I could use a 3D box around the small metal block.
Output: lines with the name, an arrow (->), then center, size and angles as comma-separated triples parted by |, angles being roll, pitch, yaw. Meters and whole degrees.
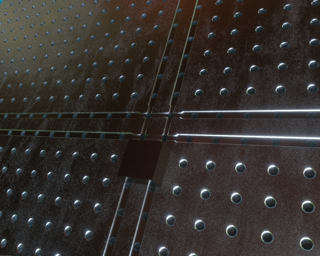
small metal block -> -0.019, 0.044, 0.390 | 0.050, 0.025, 0.050 | 3, 63, 29
